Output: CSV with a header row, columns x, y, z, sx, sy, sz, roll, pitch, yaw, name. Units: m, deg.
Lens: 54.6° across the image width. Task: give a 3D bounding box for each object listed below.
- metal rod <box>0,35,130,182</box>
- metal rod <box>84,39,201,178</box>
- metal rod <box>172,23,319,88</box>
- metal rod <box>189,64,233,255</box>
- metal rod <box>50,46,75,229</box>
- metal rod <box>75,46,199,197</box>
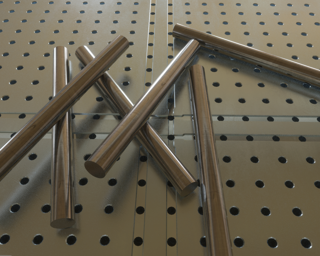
x,y,z,sx,sy,sz,roll,pitch,yaw,name
-0.127,-0.032,0.399,0.025,0.025,0.301,21,53,17,metal rod
-0.005,-0.048,0.422,0.025,0.025,0.301,19,45,15,metal rod
0.157,-0.115,0.504,0.300,0.025,0.025,25,54,19,metal rod
0.058,0.026,0.386,0.025,0.025,0.300,0,50,0,metal rod
-0.132,-0.013,0.417,0.025,0.025,0.300,-9,51,-8,metal rod
-0.047,-0.028,0.430,0.025,0.025,0.300,-26,55,-20,metal rod
